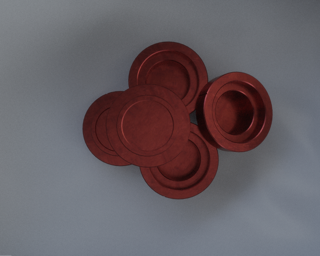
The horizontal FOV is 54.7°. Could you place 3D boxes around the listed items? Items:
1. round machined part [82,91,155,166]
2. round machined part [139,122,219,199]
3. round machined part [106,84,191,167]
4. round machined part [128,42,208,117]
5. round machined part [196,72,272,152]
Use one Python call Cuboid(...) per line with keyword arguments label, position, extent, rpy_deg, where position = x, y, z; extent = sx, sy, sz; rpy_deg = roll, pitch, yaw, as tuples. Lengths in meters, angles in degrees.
Cuboid(label="round machined part", position=(-0.051, 0.001, 0.399), extent=(0.099, 0.042, 0.097), rpy_deg=(0, 90, -1))
Cuboid(label="round machined part", position=(0.023, 0.039, 0.401), extent=(0.099, 0.042, 0.097), rpy_deg=(0, 90, -1))
Cuboid(label="round machined part", position=(-0.013, -0.003, 0.358), extent=(0.099, 0.042, 0.097), rpy_deg=(0, 90, -1))
Cuboid(label="round machined part", position=(0.010, -0.058, 0.402), extent=(0.099, 0.042, 0.097), rpy_deg=(0, 90, -1))
Cuboid(label="round machined part", position=(0.089, -0.019, 0.392), extent=(0.099, 0.042, 0.097), rpy_deg=(1, 87, -21))
